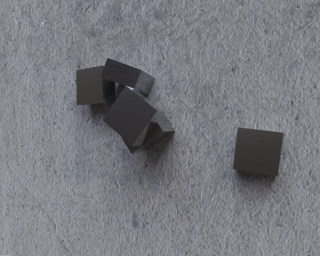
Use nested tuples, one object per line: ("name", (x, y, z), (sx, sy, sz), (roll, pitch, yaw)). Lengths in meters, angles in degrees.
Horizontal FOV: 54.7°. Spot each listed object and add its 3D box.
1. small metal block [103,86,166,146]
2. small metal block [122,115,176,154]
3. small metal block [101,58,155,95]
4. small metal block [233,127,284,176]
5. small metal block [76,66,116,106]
("small metal block", (-0.031, -0.014, 0.367), (0.050, 0.025, 0.050), (39, 101, 18))
("small metal block", (-0.014, 0.007, 0.400), (0.050, 0.050, 0.025), (-35, 79, 16))
("small metal block", (-0.041, -0.067, 0.410), (0.050, 0.050, 0.025), (23, 95, 18))
("small metal block", (0.117, 0.027, 0.368), (0.050, 0.025, 0.050), (7, 93, 19))
("small metal block", (-0.090, -0.058, 0.435), (0.050, 0.025, 0.050), (-2, 90, 33))
